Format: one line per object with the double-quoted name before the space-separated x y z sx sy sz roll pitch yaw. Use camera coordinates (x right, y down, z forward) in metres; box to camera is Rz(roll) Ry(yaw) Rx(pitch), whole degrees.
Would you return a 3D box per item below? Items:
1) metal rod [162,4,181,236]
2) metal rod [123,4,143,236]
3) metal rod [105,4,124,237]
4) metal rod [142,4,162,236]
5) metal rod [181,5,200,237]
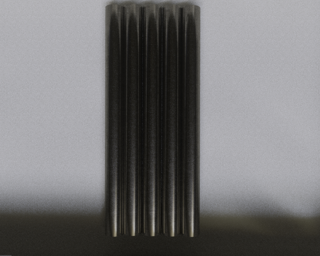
"metal rod" 0.015 -0.010 0.410 0.025 0.025 0.298 0 90 0
"metal rod" -0.036 -0.011 0.410 0.025 0.025 0.298 0 90 0
"metal rod" -0.060 -0.010 0.410 0.025 0.025 0.298 0 90 0
"metal rod" -0.010 -0.010 0.410 0.025 0.025 0.298 0 90 0
"metal rod" 0.040 -0.009 0.410 0.025 0.025 0.298 0 90 0
